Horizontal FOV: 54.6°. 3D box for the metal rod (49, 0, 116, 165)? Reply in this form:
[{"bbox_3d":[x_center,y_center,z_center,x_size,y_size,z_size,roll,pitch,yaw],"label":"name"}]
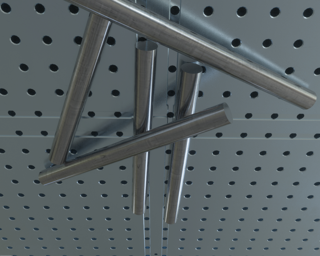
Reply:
[{"bbox_3d":[-0.088,-0.061,0.358,0.025,0.025,0.298,18,128,-15],"label":"metal rod"}]

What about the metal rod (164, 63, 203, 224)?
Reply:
[{"bbox_3d":[0.027,0.045,0.449,0.025,0.025,0.298,2,130,-2],"label":"metal rod"}]

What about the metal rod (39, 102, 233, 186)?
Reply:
[{"bbox_3d":[-0.050,0.030,0.407,0.300,0.025,0.025,-20,128,27],"label":"metal rod"}]

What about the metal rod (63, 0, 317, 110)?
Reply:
[{"bbox_3d":[0.051,-0.079,0.325,0.302,0.025,0.025,19,128,-23],"label":"metal rod"}]

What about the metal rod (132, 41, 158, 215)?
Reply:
[{"bbox_3d":[-0.025,0.024,0.431,0.025,0.025,0.298,3,130,-3],"label":"metal rod"}]
